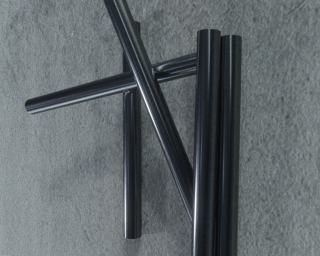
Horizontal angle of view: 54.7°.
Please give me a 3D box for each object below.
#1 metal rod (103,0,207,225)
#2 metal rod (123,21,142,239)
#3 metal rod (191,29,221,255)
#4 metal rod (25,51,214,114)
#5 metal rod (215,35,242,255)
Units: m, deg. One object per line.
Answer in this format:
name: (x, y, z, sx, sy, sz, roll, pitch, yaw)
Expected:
metal rod: (-0.006, -0.029, 0.365, 0.025, 0.025, 0.299, -22, 89, 37)
metal rod: (-0.039, 0.002, 0.434, 0.025, 0.025, 0.298, -1, 90, 39)
metal rod: (0.049, 0.047, 0.336, 0.025, 0.025, 0.298, 3, 93, 39)
metal rod: (-0.071, -0.056, 0.422, 0.300, 0.025, 0.025, -10, 84, 27)
metal rod: (0.074, 0.050, 0.342, 0.025, 0.025, 0.298, 2, 91, 39)
